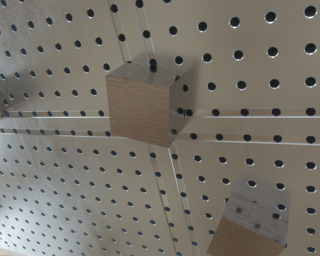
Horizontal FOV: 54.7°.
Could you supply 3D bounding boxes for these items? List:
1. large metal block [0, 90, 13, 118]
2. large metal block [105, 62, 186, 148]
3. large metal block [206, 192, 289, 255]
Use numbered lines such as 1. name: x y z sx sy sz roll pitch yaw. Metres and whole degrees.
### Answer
1. large metal block: -0.312 -0.025 0.522 0.080 0.080 0.050 -27 104 37
2. large metal block: -0.016 -0.030 0.384 0.080 0.050 0.079 13 124 20
3. large metal block: 0.118 0.147 0.423 0.080 0.050 0.079 22 127 14
